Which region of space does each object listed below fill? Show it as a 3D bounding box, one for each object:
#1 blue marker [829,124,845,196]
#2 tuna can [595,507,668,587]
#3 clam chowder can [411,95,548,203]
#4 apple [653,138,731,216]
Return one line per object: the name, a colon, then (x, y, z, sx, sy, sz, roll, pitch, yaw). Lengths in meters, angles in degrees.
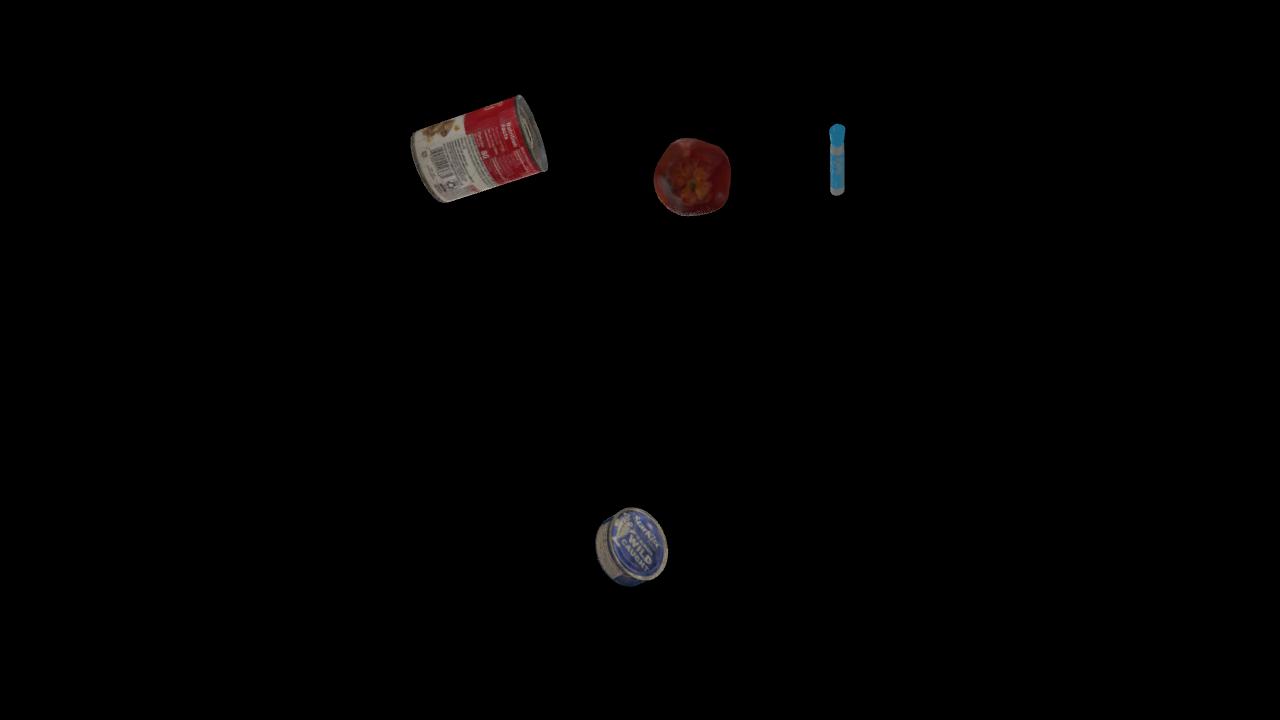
blue marker: (0.255, -0.258, 0.794, 0.020, 0.020, 0.121, 0, -24, 18)
tuna can: (-0.010, 0.216, 0.711, 0.084, 0.084, 0.034, 0, -30, -44)
clam chowder can: (-0.142, -0.187, 0.552, 0.102, 0.068, 0.068, -16, -2, 7)
apple: (0.053, -0.179, 0.609, 0.079, 0.079, 0.093, 0, 21, 1)
